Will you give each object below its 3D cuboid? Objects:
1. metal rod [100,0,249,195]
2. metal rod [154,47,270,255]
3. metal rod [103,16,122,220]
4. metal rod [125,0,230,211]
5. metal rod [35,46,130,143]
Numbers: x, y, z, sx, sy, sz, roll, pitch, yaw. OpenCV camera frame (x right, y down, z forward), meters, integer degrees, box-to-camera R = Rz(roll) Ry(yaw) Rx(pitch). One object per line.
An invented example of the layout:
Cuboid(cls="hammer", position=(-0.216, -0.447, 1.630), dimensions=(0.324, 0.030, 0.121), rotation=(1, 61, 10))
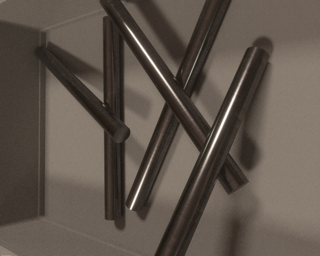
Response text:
Cuboid(cls="metal rod", position=(0.004, -0.057, 0.366), dimensions=(0.025, 0.025, 0.299), rotation=(-45, 65, 30))
Cuboid(cls="metal rod", position=(0.038, 0.055, 0.295), dimensions=(0.025, 0.025, 0.299), rotation=(17, 76, 38))
Cuboid(cls="metal rod", position=(-0.071, -0.015, 0.463), dimensions=(0.025, 0.025, 0.298), rotation=(-1, 89, 39))
Cuboid(cls="metal rod", position=(0.017, -0.023, 0.391), dimensions=(0.025, 0.025, 0.298), rotation=(34, 111, 34))
Cuboid(cls="metal rod", position=(-0.137, -0.068, 0.494), dimensions=(0.300, 0.025, 0.025), rotation=(41, 115, 39))
